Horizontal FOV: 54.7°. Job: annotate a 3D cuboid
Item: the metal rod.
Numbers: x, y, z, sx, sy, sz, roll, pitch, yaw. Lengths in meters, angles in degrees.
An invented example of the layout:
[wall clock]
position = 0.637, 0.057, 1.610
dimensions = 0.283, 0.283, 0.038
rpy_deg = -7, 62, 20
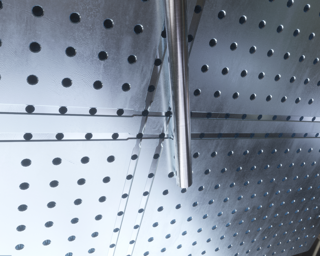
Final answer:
[metal rod]
position = 0.026, -0.037, 0.404
dimensions = 0.025, 0.025, 0.298
rpy_deg = -18, 126, -18
